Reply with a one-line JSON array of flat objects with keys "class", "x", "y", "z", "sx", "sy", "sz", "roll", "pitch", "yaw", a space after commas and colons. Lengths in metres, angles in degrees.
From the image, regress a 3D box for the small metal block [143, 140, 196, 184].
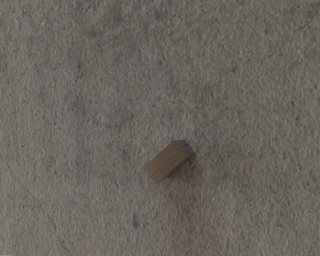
[{"class": "small metal block", "x": 0.013, "y": 0.041, "z": 0.391, "sx": 0.050, "sy": 0.050, "sz": 0.025, "roll": -43, "pitch": 77, "yaw": 15}]
